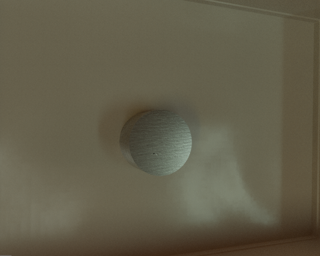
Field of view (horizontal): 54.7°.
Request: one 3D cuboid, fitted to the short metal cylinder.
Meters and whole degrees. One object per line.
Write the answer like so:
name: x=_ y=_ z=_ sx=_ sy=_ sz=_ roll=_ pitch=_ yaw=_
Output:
short metal cylinder: x=-0.007 y=0.018 z=0.396 sx=0.081 sy=0.050 sz=0.079 roll=0 pitch=90 yaw=-21
